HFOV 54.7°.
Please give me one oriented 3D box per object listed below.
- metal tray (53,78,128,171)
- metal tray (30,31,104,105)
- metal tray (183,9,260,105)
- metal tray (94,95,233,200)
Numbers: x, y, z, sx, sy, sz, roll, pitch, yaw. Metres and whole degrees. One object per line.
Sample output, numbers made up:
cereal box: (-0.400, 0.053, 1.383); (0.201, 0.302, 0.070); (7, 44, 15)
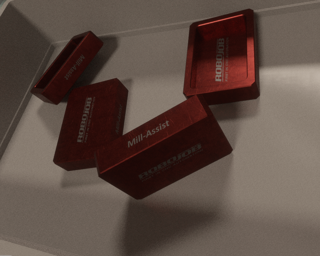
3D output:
metal tray: (-0.099, -0.006, 0.457); (0.090, 0.030, 0.130); (-10, 57, 22)
metal tray: (-0.160, -0.102, 0.526); (0.090, 0.030, 0.130); (13, 67, 55)
metal tray: (0.083, -0.095, 0.415); (0.090, 0.030, 0.130); (-6, 59, 24)
metal tray: (0.007, 0.027, 0.342); (0.130, 0.090, 0.030); (-29, 52, 9)
